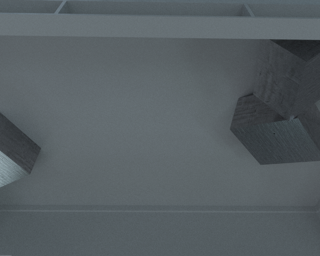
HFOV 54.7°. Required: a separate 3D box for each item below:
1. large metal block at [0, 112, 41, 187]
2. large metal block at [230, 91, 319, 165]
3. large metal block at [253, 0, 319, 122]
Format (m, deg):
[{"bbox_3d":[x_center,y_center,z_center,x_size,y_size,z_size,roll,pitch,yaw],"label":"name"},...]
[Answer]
[{"bbox_3d":[-0.227,0.034,0.419,0.080,0.050,0.080,-23,127,18],"label":"large metal block"},{"bbox_3d":[0.145,0.000,0.374,0.080,0.050,0.080,-12,135,44],"label":"large metal block"},{"bbox_3d":[0.143,-0.066,0.304,0.080,0.050,0.080,-33,145,-14],"label":"large metal block"}]
